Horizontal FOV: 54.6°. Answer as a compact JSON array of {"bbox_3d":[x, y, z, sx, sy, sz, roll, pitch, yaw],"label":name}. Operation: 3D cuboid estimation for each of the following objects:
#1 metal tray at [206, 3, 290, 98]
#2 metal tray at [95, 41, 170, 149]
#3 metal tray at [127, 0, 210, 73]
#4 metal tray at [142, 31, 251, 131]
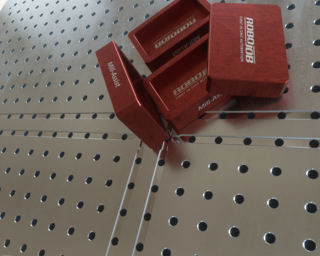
[{"bbox_3d":[0.106,-0.101,0.390,0.090,0.030,0.130,4,60,5],"label":"metal tray"},{"bbox_3d":[-0.037,-0.045,0.414,0.030,0.090,0.130,-31,52,9],"label":"metal tray"},{"bbox_3d":[0.022,-0.153,0.488,0.130,0.030,0.090,-34,51,6],"label":"metal tray"},{"bbox_3d":[0.050,-0.067,0.420,0.130,0.030,0.090,-35,51,5],"label":"metal tray"}]
